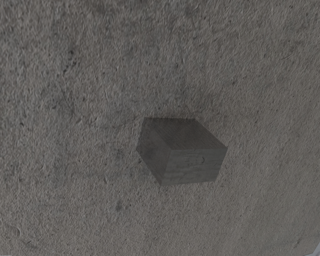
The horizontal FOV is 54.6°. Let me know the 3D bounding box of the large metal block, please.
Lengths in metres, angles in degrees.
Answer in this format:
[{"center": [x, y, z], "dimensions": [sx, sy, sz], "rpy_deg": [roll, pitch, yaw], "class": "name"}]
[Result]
[{"center": [0.025, 0.027, 0.401], "dimensions": [0.081, 0.080, 0.050], "rpy_deg": [1, 118, -29], "class": "large metal block"}]
